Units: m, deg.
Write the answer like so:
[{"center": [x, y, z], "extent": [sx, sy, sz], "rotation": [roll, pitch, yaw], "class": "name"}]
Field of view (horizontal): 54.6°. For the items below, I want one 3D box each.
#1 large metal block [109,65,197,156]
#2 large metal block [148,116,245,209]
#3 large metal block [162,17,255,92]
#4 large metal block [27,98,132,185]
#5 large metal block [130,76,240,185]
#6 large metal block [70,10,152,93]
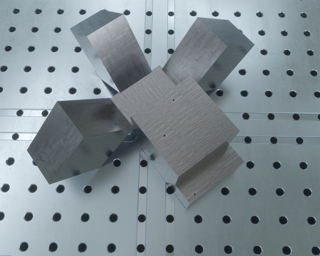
[{"center": [-0.007, -0.021, 0.406], "extent": [0.080, 0.050, 0.080], "rotation": [-36, 74, -12], "class": "large metal block"}, {"center": [0.041, 0.040, 0.383], "extent": [0.080, 0.050, 0.080], "rotation": [-35, 73, -13], "class": "large metal block"}, {"center": [0.063, -0.092, 0.400], "extent": [0.050, 0.080, 0.081], "rotation": [50, 38, 16], "class": "large metal block"}, {"center": [-0.092, 0.012, 0.362], "extent": [0.050, 0.080, 0.080], "rotation": [50, 119, 16], "class": "large metal block"}, {"center": [0.025, 0.004, 0.343], "extent": [0.080, 0.050, 0.080], "rotation": [-35, 74, -13], "class": "large metal block"}, {"center": [-0.064, -0.101, 0.403], "extent": [0.050, 0.080, 0.080], "rotation": [-36, 35, -12], "class": "large metal block"}]
